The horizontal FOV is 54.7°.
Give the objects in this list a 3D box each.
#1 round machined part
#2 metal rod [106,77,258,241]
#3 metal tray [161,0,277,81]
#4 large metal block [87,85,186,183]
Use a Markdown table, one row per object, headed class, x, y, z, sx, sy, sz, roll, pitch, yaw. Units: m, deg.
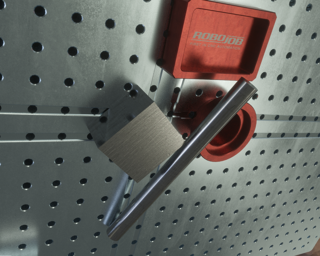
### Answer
| class | x | y | z | sx | sy | sz | roll | pitch | yaw |
| --- | --- | --- | --- | --- | --- | --- | --- | --- | --- |
| round machined part | 0.086 | -0.003 | 0.445 | 0.099 | 0.042 | 0.097 | -14 | 124 | -21 |
| metal rod | 0.017 | 0.055 | 0.417 | 0.025 | 0.025 | 0.299 | 22 | 118 | -36 |
| metal tray | 0.073 | -0.106 | 0.381 | 0.131 | 0.030 | 0.089 | -3 | 120 | -27 |
| large metal block | -0.028 | 0.009 | 0.385 | 0.080 | 0.050 | 0.080 | -40 | 129 | -1 |
